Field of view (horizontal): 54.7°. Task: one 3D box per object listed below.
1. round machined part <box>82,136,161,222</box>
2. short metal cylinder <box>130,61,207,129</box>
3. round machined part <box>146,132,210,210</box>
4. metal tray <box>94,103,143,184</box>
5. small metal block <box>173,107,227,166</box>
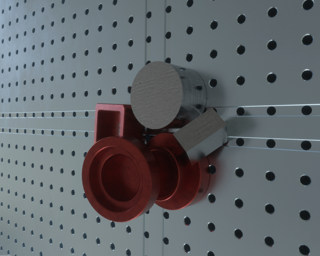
[{"bbox_3d":[-0.042,0.058,0.368,0.098,0.042,0.097,1,92,29],"label":"round machined part"},{"bbox_3d":[0.010,-0.039,0.383,0.080,0.050,0.079,0,90,39],"label":"short metal cylinder"},{"bbox_3d":[0.009,0.054,0.388,0.098,0.042,0.097,0,90,39],"label":"round machined part"},{"bbox_3d":[-0.063,0.031,0.441,0.090,0.030,0.129,8,95,54],"label":"metal tray"},{"bbox_3d":[0.046,0.011,0.341,0.050,0.050,0.025,-34,64,-4],"label":"small metal block"}]
